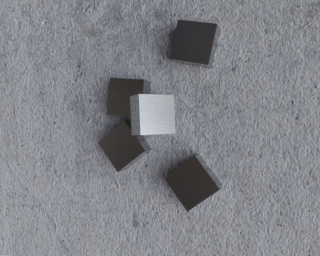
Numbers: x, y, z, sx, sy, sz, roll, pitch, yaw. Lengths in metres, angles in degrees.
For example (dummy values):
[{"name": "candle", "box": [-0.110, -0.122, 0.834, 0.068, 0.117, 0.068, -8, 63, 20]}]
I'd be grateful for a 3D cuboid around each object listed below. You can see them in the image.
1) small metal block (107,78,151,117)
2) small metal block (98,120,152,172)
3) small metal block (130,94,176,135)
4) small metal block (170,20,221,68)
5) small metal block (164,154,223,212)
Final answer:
[{"name": "small metal block", "box": [-0.042, -0.041, 0.424, 0.050, 0.025, 0.050, 6, 92, 20]}, {"name": "small metal block", "box": [-0.048, 0.025, 0.426, 0.050, 0.025, 0.050, -39, 78, 16]}, {"name": "small metal block", "box": [-0.009, -0.017, 0.396, 0.025, 0.050, 0.050, -4, 88, 60]}, {"name": "small metal block", "box": [0.045, -0.106, 0.393, 0.050, 0.025, 0.050, 13, 94, 19]}, {"name": "small metal block", "box": [0.043, 0.069, 0.394, 0.050, 0.025, 0.050, -39, 78, 16]}]
